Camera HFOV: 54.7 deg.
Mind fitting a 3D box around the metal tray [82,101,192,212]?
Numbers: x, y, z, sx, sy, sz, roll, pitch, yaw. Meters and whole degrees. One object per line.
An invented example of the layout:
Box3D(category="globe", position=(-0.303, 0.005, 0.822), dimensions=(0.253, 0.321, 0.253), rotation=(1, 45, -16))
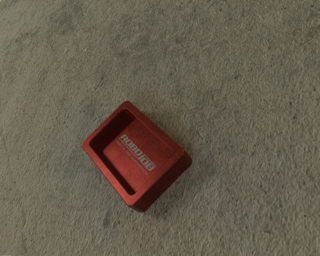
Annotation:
Box3D(category="metal tray", position=(-0.034, 0.031, 0.399), dimensions=(0.090, 0.030, 0.130), rotation=(-45, 51, -4))
